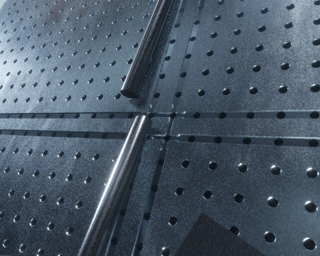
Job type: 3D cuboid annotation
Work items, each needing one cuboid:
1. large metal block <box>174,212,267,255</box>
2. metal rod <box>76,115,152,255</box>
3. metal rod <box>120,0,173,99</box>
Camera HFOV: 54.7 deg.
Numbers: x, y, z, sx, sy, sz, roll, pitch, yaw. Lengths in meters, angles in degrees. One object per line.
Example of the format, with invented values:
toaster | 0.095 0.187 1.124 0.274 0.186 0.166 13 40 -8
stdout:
large metal block | 0.055 0.138 0.279 0.080 0.050 0.080 28 77 37
metal rod | -0.061 0.102 0.334 0.025 0.025 0.300 -4 46 26
metal rod | -0.004 -0.182 0.521 0.025 0.025 0.300 4 64 30
